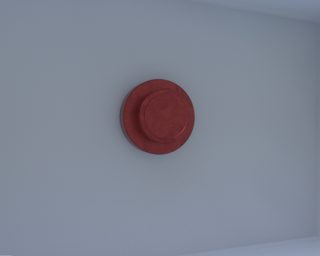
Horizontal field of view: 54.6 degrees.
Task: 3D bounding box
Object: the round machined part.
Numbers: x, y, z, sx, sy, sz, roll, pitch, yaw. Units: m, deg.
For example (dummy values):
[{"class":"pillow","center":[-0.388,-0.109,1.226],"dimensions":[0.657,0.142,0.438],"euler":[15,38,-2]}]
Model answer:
[{"class":"round machined part","center":[0.001,-0.014,0.398],"dimensions":[0.099,0.042,0.097],"euler":[0,90,-20]}]
